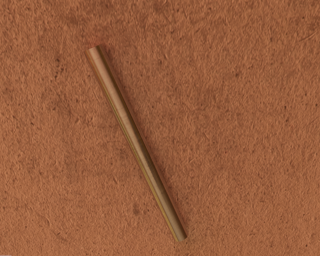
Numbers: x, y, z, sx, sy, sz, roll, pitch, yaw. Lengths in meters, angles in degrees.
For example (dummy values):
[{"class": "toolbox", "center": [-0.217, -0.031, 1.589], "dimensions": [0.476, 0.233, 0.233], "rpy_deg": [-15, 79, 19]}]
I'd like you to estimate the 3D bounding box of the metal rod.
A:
[{"class": "metal rod", "center": [-0.025, 0.033, 0.421], "dimensions": [0.025, 0.025, 0.299], "rpy_deg": [-21, 109, 7]}]
